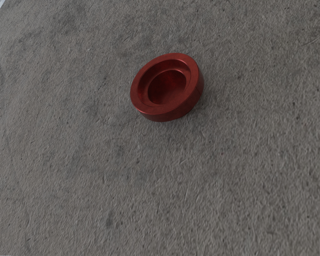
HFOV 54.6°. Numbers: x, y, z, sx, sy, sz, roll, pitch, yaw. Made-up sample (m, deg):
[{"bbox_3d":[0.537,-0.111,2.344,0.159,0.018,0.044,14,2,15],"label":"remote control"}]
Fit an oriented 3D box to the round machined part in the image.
[{"bbox_3d":[0.013,-0.050,0.418,0.098,0.042,0.098,-13,56,21],"label":"round machined part"}]
